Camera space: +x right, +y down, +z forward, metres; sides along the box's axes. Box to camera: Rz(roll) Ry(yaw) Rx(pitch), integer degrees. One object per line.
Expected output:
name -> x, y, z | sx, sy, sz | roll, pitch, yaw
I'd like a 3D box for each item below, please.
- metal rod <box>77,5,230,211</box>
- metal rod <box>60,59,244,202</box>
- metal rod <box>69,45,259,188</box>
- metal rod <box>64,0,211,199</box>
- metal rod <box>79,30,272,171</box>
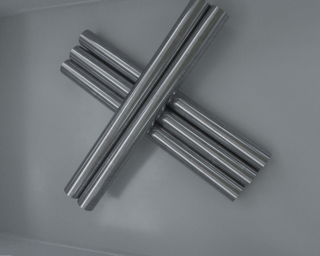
metal rod -> -0.015, -0.016, 0.388 | 0.025, 0.025, 0.299 | 39, 102, 16
metal rod -> -0.021, -0.005, 0.416 | 0.300, 0.025, 0.025 | 36, 102, 16
metal rod -> -0.006, -0.024, 0.411 | 0.300, 0.025, 0.025 | 36, 102, 16
metal rod -> -0.035, -0.030, 0.395 | 0.025, 0.025, 0.299 | 39, 102, 16
metal rod -> 0.009, -0.045, 0.406 | 0.300, 0.025, 0.025 | 36, 102, 16
